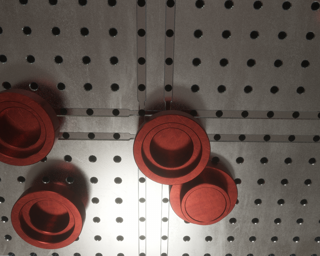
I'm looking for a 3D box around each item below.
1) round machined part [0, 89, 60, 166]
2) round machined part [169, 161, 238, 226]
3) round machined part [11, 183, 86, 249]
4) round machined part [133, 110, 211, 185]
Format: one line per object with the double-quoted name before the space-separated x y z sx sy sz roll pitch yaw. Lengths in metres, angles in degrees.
"round machined part" -0.179 -0.004 0.401 0.099 0.042 0.097 0 110 -1
"round machined part" 0.062 0.098 0.442 0.099 0.042 0.097 0 110 -1
"round machined part" -0.156 0.122 0.447 0.099 0.042 0.097 0 110 -1
"round machined part" 0.015 0.023 0.412 0.099 0.042 0.097 0 108 1
